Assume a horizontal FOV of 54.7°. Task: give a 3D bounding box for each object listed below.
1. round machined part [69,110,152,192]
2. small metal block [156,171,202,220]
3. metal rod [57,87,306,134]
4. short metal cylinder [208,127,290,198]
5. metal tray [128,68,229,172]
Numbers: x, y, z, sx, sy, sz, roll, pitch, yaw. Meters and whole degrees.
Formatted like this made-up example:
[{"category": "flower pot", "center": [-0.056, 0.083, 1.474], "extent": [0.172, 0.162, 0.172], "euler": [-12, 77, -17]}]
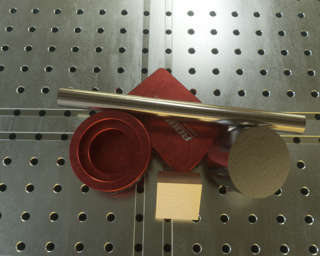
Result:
[{"category": "round machined part", "center": [-0.058, 0.030, 0.386], "extent": [0.099, 0.042, 0.098], "euler": [-1, 76, 4]}, {"category": "small metal block", "center": [0.021, 0.080, 0.368], "extent": [0.050, 0.025, 0.050], "euler": [3, 113, 0]}, {"category": "metal rod", "center": [0.025, -0.022, 0.386], "extent": [0.302, 0.025, 0.025], "euler": [7, 70, 2]}, {"category": "short metal cylinder", "center": [0.104, 0.039, 0.369], "extent": [0.081, 0.050, 0.079], "euler": [0, 89, -17]}, {"category": "metal tray", "center": [0.015, -0.008, 0.413], "extent": [0.090, 0.030, 0.130], "euler": [-42, 76, -14]}]
